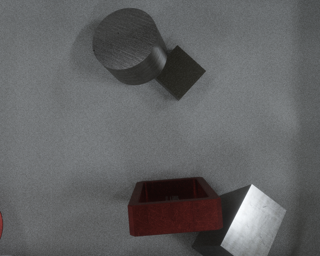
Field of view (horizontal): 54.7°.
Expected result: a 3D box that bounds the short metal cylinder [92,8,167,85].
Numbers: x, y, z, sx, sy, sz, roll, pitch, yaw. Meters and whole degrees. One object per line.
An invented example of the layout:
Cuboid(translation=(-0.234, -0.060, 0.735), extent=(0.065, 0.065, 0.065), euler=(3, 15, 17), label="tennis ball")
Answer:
Cuboid(translation=(-0.036, -0.100, 0.386), extent=(0.080, 0.050, 0.080), euler=(-3, 75, 14), label="short metal cylinder")

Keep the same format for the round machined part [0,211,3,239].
Cuboid(translation=(-0.253, 0.127, 0.383), extent=(0.099, 0.042, 0.098), euler=(17, 64, -37), label="round machined part")

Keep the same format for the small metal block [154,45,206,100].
Cuboid(translation=(0.024, -0.072, 0.412), extent=(0.050, 0.025, 0.050), euler=(42, 90, -1), label="small metal block")

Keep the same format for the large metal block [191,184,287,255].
Cuboid(translation=(0.092, 0.122, 0.371), extent=(0.050, 0.080, 0.080), euler=(38, 62, 0), label="large metal block")

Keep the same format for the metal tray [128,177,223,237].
Cuboid(translation=(0.015, 0.085, 0.359), extent=(0.091, 0.130, 0.030), euler=(-4, 90, 0), label="metal tray")
